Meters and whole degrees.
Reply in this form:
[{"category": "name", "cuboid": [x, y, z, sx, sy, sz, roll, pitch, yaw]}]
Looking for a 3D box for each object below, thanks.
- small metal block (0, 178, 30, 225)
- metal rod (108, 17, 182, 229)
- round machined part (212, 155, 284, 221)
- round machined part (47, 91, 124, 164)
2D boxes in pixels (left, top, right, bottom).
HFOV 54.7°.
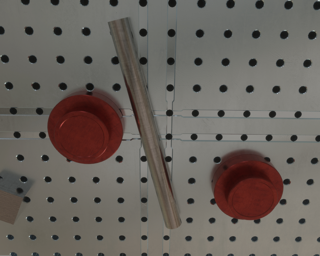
[{"category": "small metal block", "cuboid": [-0.225, 0.105, 0.450, 0.050, 0.025, 0.050, 23, 108, -9]}, {"category": "metal rod", "cuboid": [-0.015, 0.008, 0.416, 0.025, 0.025, 0.298, -13, 110, 4]}, {"category": "round machined part", "cuboid": [0.126, 0.090, 0.439, 0.099, 0.042, 0.097, 0, 110, 0]}, {"category": "round machined part", "cuboid": [-0.098, 0.004, 0.405, 0.099, 0.042, 0.097, 0, 110, 0]}]
